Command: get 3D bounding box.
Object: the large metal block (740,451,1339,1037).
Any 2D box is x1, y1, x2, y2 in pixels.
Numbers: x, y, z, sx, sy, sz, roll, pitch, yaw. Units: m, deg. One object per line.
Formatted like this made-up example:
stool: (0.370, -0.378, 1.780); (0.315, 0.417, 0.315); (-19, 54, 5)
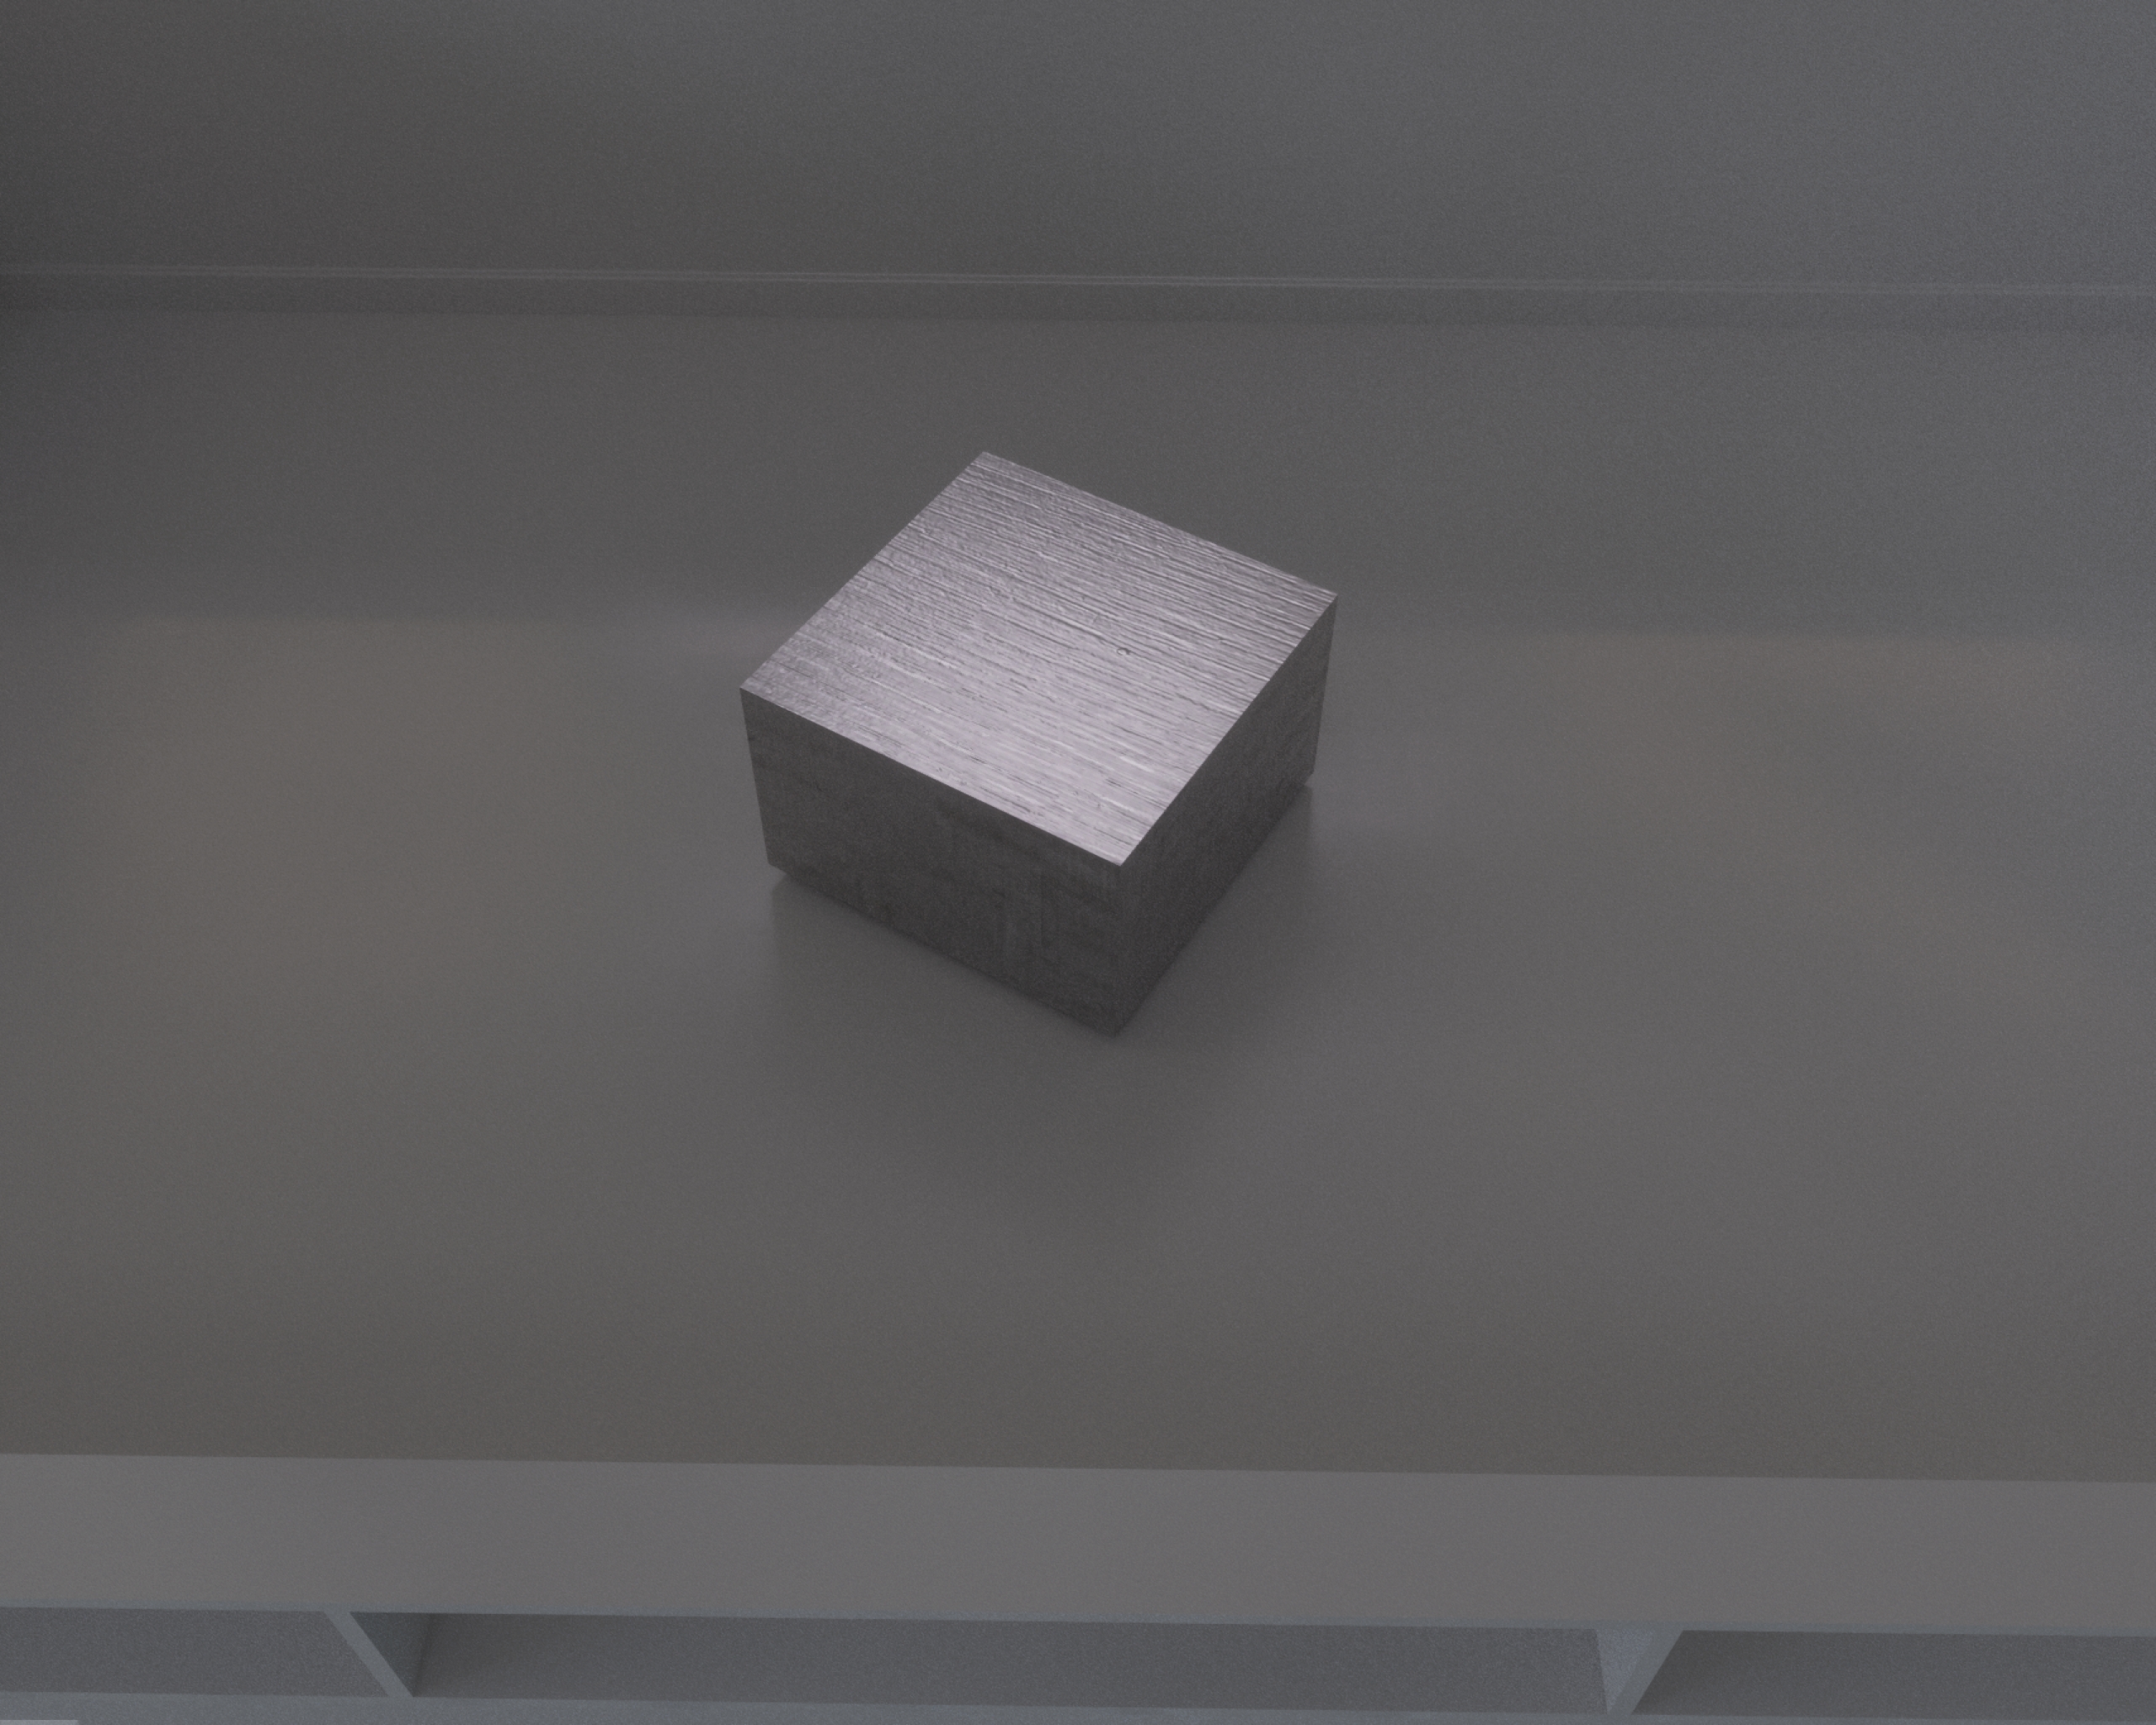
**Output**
large metal block: (-0.006, -0.025, 0.406); (0.080, 0.050, 0.080); (25, 54, 19)
